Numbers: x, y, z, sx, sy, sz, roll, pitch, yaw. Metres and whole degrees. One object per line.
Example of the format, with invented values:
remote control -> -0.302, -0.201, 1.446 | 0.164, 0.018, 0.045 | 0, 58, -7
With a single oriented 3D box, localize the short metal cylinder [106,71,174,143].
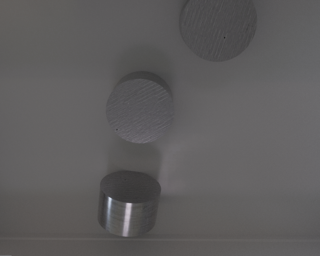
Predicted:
short metal cylinder -> -0.023, -0.027, 0.388 | 0.081, 0.050, 0.079 | 0, 110, 0

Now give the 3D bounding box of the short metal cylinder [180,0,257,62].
short metal cylinder -> 0.063, -0.120, 0.354 | 0.081, 0.050, 0.079 | 0, 110, 0

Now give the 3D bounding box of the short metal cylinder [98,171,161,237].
short metal cylinder -> -0.042, 0.099, 0.418 | 0.081, 0.080, 0.050 | 7, 110, -3
